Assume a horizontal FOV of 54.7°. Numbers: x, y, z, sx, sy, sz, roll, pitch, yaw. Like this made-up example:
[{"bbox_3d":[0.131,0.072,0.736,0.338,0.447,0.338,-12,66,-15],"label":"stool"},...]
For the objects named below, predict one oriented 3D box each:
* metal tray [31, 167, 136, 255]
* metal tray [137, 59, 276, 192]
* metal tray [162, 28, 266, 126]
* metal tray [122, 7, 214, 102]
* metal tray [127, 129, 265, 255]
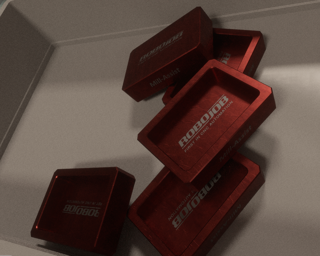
[{"bbox_3d":[-0.095,0.095,0.371,0.130,0.030,0.090,-8,57,40],"label":"metal tray"},{"bbox_3d":[0.049,-0.007,0.340,0.130,0.030,0.090,-46,52,-5],"label":"metal tray"},{"bbox_3d":[0.071,-0.071,0.407,0.090,0.030,0.130,17,70,34],"label":"metal tray"},{"bbox_3d":[0.009,-0.099,0.426,0.130,0.030,0.090,-25,42,33],"label":"metal tray"},{"bbox_3d":[0.037,0.074,0.336,0.130,0.030,0.090,-49,52,-7],"label":"metal tray"}]
